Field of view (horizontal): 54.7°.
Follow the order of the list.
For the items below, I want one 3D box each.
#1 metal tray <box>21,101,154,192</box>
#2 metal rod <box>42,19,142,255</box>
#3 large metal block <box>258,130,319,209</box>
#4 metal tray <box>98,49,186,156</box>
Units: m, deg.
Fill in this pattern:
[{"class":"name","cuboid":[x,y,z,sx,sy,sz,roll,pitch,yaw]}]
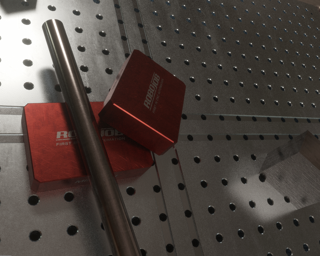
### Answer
[{"class":"metal tray","cuboid":[-0.081,0.016,0.353,0.131,0.030,0.090,-4,64,-31]},{"class":"metal rod","cuboid":[-0.075,0.008,0.324,0.025,0.025,0.299,-10,67,-33]},{"class":"large metal block","cuboid":[0.207,0.062,0.449,0.080,0.080,0.050,42,51,0]},{"class":"metal tray","cuboid":[-0.016,-0.037,0.394,0.090,0.030,0.130,33,37,-17]}]
